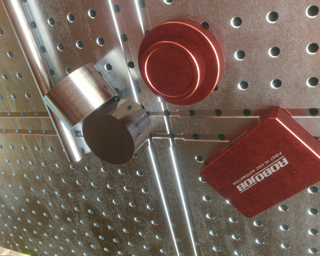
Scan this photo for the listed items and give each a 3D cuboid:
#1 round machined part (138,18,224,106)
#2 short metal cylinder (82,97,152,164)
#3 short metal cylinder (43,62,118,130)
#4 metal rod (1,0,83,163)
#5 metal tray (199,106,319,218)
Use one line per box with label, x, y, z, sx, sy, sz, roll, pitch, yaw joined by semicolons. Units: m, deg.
round machined part;0.018;-0.069;0.348;0.098;0.042;0.097;13;124;21
short metal cylinder;-0.059;0.003;0.428;0.080;0.050;0.079;13;124;20
short metal cylinder;-0.103;-0.041;0.404;0.080;0.080;0.050;-32;101;38
metal rod;-0.174;-0.080;0.453;0.025;0.025;0.298;0;119;28
metal tray;0.122;0.046;0.372;0.090;0.030;0.129;42;129;-1
